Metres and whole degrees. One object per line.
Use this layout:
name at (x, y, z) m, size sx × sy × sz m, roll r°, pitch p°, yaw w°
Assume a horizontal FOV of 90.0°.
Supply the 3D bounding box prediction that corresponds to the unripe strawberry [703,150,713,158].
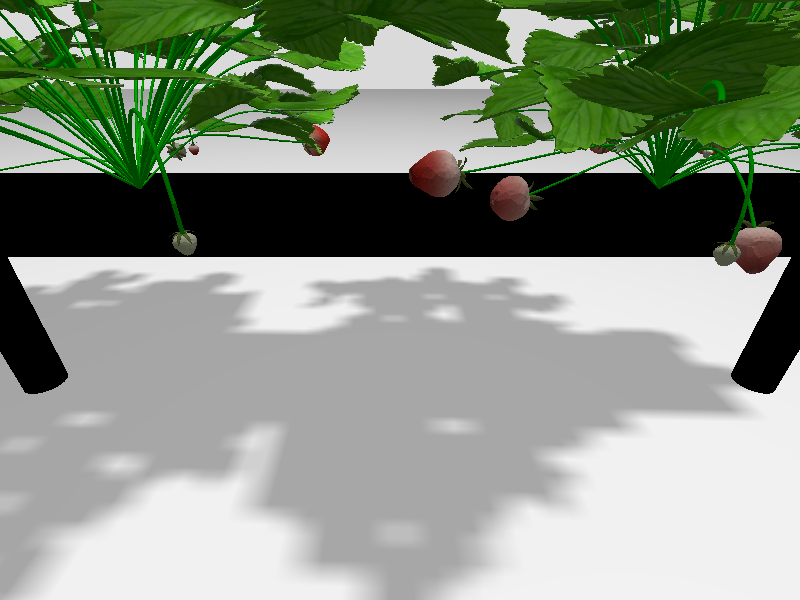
unripe strawberry at (0.346, -0.165, 0.451) m, size 0.009 × 0.010 × 0.010 m, roll 26°, pitch 38°, yaw 38°

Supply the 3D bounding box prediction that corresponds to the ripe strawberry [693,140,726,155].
ripe strawberry at (0.378, -0.193, 0.478) m, size 0.042 × 0.036 × 0.042 m, roll 25°, pitch 36°, yaw 37°

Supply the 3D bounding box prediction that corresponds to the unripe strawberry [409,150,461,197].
unripe strawberry at (0.027, -0.100, 0.315) m, size 0.040 × 0.034 × 0.039 m, roll -4°, pitch 30°, yaw -6°

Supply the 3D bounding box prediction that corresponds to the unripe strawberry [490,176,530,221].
unripe strawberry at (0.071, -0.067, 0.264) m, size 0.027 × 0.029 × 0.025 m, roll -16°, pitch 33°, yaw -25°

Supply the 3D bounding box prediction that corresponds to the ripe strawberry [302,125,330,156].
ripe strawberry at (-0.101, -0.194, 0.487) m, size 0.034 × 0.036 × 0.037 m, roll 20°, pitch 34°, yaw 31°

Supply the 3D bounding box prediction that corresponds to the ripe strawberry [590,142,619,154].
ripe strawberry at (0.248, -0.199, 0.492) m, size 0.039 × 0.035 × 0.035 m, roll 4°, pitch 29°, yaw 7°

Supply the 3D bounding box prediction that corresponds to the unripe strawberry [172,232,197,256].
unripe strawberry at (-0.105, -0.027, 0.196) m, size 0.011 × 0.011 × 0.010 m, roll -20°, pitch 35°, yaw -31°

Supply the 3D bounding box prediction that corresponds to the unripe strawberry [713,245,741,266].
unripe strawberry at (0.164, -0.022, 0.201) m, size 0.011 × 0.011 × 0.010 m, roll 10°, pitch 31°, yaw 18°

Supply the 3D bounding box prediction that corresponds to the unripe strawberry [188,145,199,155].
unripe strawberry at (-0.249, -0.181, 0.485) m, size 0.012 × 0.012 × 0.010 m, roll -4°, pitch 30°, yaw -7°

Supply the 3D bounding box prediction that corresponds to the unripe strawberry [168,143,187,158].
unripe strawberry at (-0.258, -0.173, 0.466) m, size 0.019 × 0.016 × 0.019 m, roll -7°, pitch 22°, yaw -11°
